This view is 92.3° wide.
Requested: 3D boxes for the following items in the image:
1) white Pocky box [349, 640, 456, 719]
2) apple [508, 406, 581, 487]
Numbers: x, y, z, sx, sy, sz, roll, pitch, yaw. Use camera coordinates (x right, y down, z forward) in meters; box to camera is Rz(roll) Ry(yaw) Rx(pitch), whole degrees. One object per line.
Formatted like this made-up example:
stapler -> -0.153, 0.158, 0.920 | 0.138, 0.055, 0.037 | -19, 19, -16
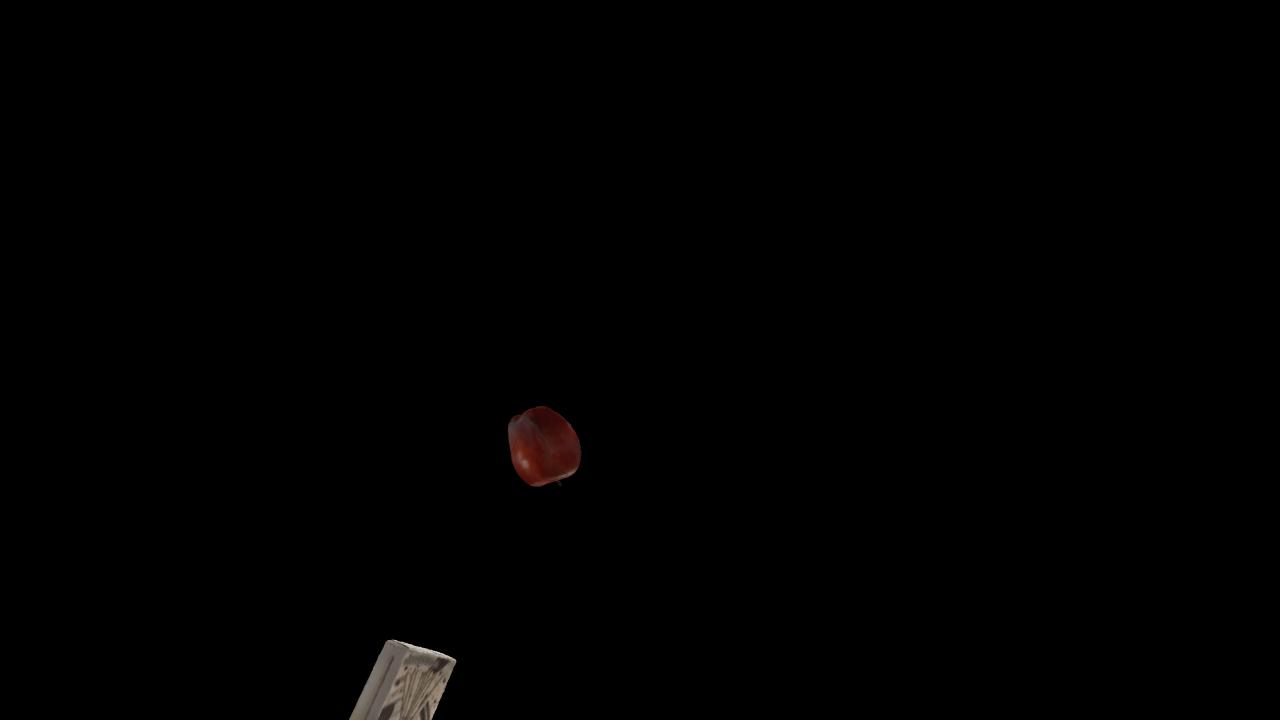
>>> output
white Pocky box -> -0.215, 0.320, 0.511 | 0.028, 0.154, 0.084 | 10, -28, 21
apple -> -0.108, 0.100, 0.698 | 0.079, 0.093, 0.079 | -23, -6, -2
